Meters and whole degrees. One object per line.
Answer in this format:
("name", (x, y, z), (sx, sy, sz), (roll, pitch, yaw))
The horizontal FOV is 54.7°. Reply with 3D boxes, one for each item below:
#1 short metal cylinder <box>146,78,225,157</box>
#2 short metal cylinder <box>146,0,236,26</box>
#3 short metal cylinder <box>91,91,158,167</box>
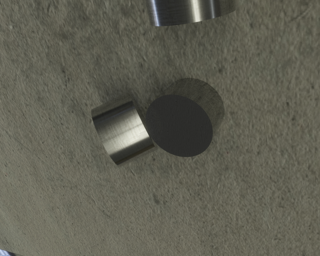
("short metal cylinder", (0.030, -0.013, 0.366), (0.080, 0.050, 0.079), (13, 124, 20))
("short metal cylinder", (0.026, -0.127, 0.279), (0.080, 0.080, 0.050), (3, 120, 26))
("short metal cylinder", (-0.043, 0.001, 0.384), (0.050, 0.080, 0.080), (-26, 108, 2))
